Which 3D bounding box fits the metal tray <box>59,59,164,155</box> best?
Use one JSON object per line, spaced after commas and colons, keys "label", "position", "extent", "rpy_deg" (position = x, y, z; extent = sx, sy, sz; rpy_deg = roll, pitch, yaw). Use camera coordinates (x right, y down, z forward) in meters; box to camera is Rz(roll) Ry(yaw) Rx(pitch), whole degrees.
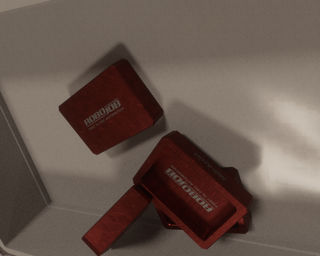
{"label": "metal tray", "position": [-0.071, -0.024, 0.426], "extent": [0.130, 0.030, 0.090], "rpy_deg": [-27, 104, 37]}

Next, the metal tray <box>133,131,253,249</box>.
{"label": "metal tray", "position": [0.038, 0.078, 0.392], "extent": [0.130, 0.030, 0.089], "rpy_deg": [41, 121, 12]}

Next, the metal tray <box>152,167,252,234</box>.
{"label": "metal tray", "position": [0.053, 0.103, 0.439], "extent": [0.130, 0.030, 0.090], "rpy_deg": [-8, 115, 31]}

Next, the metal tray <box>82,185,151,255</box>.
{"label": "metal tray", "position": [-0.056, 0.131, 0.436], "extent": [0.030, 0.090, 0.130], "rpy_deg": [43, 164, 10]}
